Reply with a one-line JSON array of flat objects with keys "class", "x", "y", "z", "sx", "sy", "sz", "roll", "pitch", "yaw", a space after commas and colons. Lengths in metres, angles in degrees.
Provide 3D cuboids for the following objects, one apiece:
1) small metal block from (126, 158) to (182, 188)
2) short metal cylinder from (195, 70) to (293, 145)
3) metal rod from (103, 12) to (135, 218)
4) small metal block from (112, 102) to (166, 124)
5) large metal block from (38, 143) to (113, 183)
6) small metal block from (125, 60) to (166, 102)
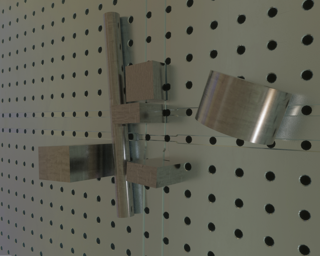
[{"class": "small metal block", "x": -0.007, "y": 0.057, "z": 0.397, "sx": 0.050, "sy": 0.050, "sz": 0.025, "roll": 5, "pitch": 93, "yaw": 39}, {"class": "short metal cylinder", "x": 0.081, "y": -0.022, "z": 0.306, "sx": 0.080, "sy": 0.081, "sz": 0.050, "roll": 27, "pitch": 107, "yaw": 36}, {"class": "metal rod", "x": -0.061, "y": -0.021, "z": 0.457, "sx": 0.025, "sy": 0.025, "sz": 0.298, "roll": -8, "pitch": 85, "yaw": 39}, {"class": "small metal block", "x": -0.028, "y": -0.018, "z": 0.414, "sx": 0.050, "sy": 0.050, "sz": 0.025, "roll": -2, "pitch": 89, "yaw": 39}, {"class": "large metal block", "x": -0.128, "y": 0.051, "z": 0.476, "sx": 0.080, "sy": 0.081, "sz": 0.050, "roll": -4, "pitch": 88, "yaw": 39}, {"class": "small metal block", "x": -0.020, "y": -0.062, "z": 0.424, "sx": 0.050, "sy": 0.025, "sz": 0.050, "roll": -3, "pitch": 88, "yaw": 39}]
